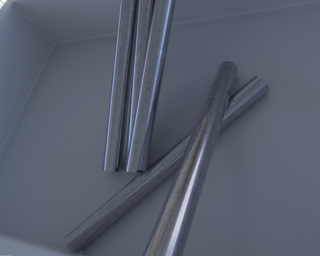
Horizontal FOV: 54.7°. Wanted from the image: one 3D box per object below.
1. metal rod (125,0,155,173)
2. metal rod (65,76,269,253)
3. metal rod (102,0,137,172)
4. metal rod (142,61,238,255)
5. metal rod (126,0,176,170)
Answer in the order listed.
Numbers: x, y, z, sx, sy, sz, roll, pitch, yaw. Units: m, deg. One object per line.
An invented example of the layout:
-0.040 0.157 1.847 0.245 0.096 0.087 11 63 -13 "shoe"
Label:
-0.020 -0.094 0.393 0.025 0.025 0.298 4 89 30 "metal rod"
0.008 0.044 0.374 0.300 0.025 0.025 -40 51 0 "metal rod"
-0.047 -0.093 0.407 0.025 0.025 0.298 6 90 31 "metal rod"
0.041 0.013 0.298 0.025 0.025 0.301 -4 35 26 "metal rod"
-0.003 -0.099 0.373 0.025 0.025 0.298 8 86 31 "metal rod"
